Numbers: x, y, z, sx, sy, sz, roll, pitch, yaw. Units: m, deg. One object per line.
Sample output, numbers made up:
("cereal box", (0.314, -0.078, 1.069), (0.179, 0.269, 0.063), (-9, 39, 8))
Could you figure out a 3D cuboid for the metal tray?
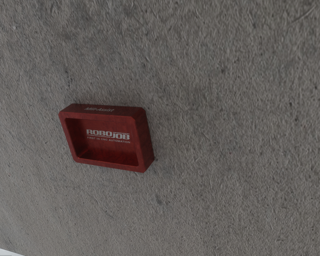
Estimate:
("metal tray", (-0.078, 0.013, 0.453), (0.130, 0.030, 0.090), (5, 121, 26))
